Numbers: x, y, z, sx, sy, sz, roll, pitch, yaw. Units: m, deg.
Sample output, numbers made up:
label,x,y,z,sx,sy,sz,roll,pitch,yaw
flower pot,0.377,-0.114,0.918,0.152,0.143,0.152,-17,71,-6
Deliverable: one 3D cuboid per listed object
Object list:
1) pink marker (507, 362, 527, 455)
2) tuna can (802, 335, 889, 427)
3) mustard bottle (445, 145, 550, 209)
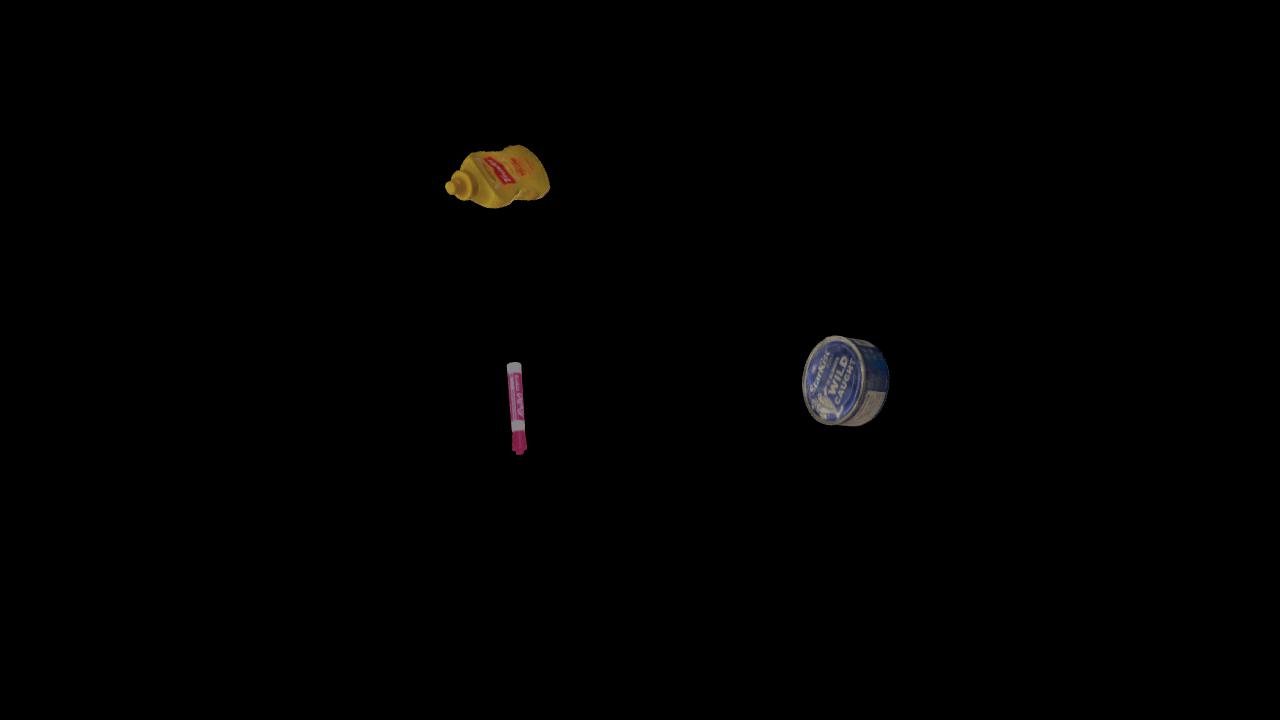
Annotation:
label,x,y,z,sx,sy,sz,roll,pitch,yaw
pink marker,-0.157,0.062,0.788,0.020,0.121,0.020,-7,-21,-3
tuna can,0.192,0.020,0.577,0.034,0.084,0.084,7,-3,-23
mustard bottle,-0.222,-0.274,0.933,0.054,0.092,0.184,-26,6,38
